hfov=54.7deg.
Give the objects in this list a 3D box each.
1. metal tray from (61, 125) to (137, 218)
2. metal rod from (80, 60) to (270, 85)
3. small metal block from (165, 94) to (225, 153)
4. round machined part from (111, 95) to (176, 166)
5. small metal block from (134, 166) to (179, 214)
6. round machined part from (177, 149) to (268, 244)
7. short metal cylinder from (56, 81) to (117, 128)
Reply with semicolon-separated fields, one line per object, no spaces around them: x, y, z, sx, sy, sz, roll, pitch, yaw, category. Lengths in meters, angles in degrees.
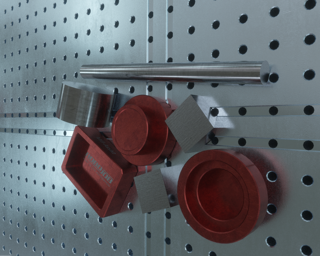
-0.101;0.065;0.489;0.130;0.030;0.089;38;114;33;metal tray
-0.006;-0.075;0.414;0.300;0.025;0.025;9;96;39;metal rod
0.041;-0.005;0.376;0.050;0.025;0.050;-46;63;30;small metal block
-0.028;0.003;0.421;0.098;0.042;0.097;-3;85;39;round machined part
-0.003;0.083;0.413;0.050;0.025;0.050;-24;75;37;small metal block
0.071;0.071;0.340;0.098;0.042;0.097;0;90;40;round machined part
-0.110;-0.036;0.464;0.080;0.081;0.050;23;104;38;short metal cylinder
